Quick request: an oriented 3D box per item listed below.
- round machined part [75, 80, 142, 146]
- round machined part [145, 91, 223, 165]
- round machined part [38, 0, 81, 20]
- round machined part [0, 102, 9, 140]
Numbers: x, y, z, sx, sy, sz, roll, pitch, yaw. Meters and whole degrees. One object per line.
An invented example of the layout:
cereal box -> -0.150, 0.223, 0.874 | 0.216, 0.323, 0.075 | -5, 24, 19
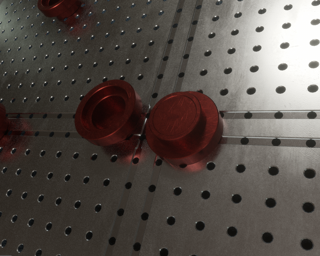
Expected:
round machined part -> -0.069, -0.018, 0.442 | 0.098, 0.042, 0.098 | -13, 56, 20
round machined part -> 0.025, -0.006, 0.387 | 0.098, 0.042, 0.098 | -13, 56, 20
round machined part -> -0.214, -0.277, 0.677 | 0.098, 0.042, 0.098 | -13, 56, 20
round machined part -> -0.318, -0.005, 0.564 | 0.098, 0.042, 0.098 | -13, 56, 20
